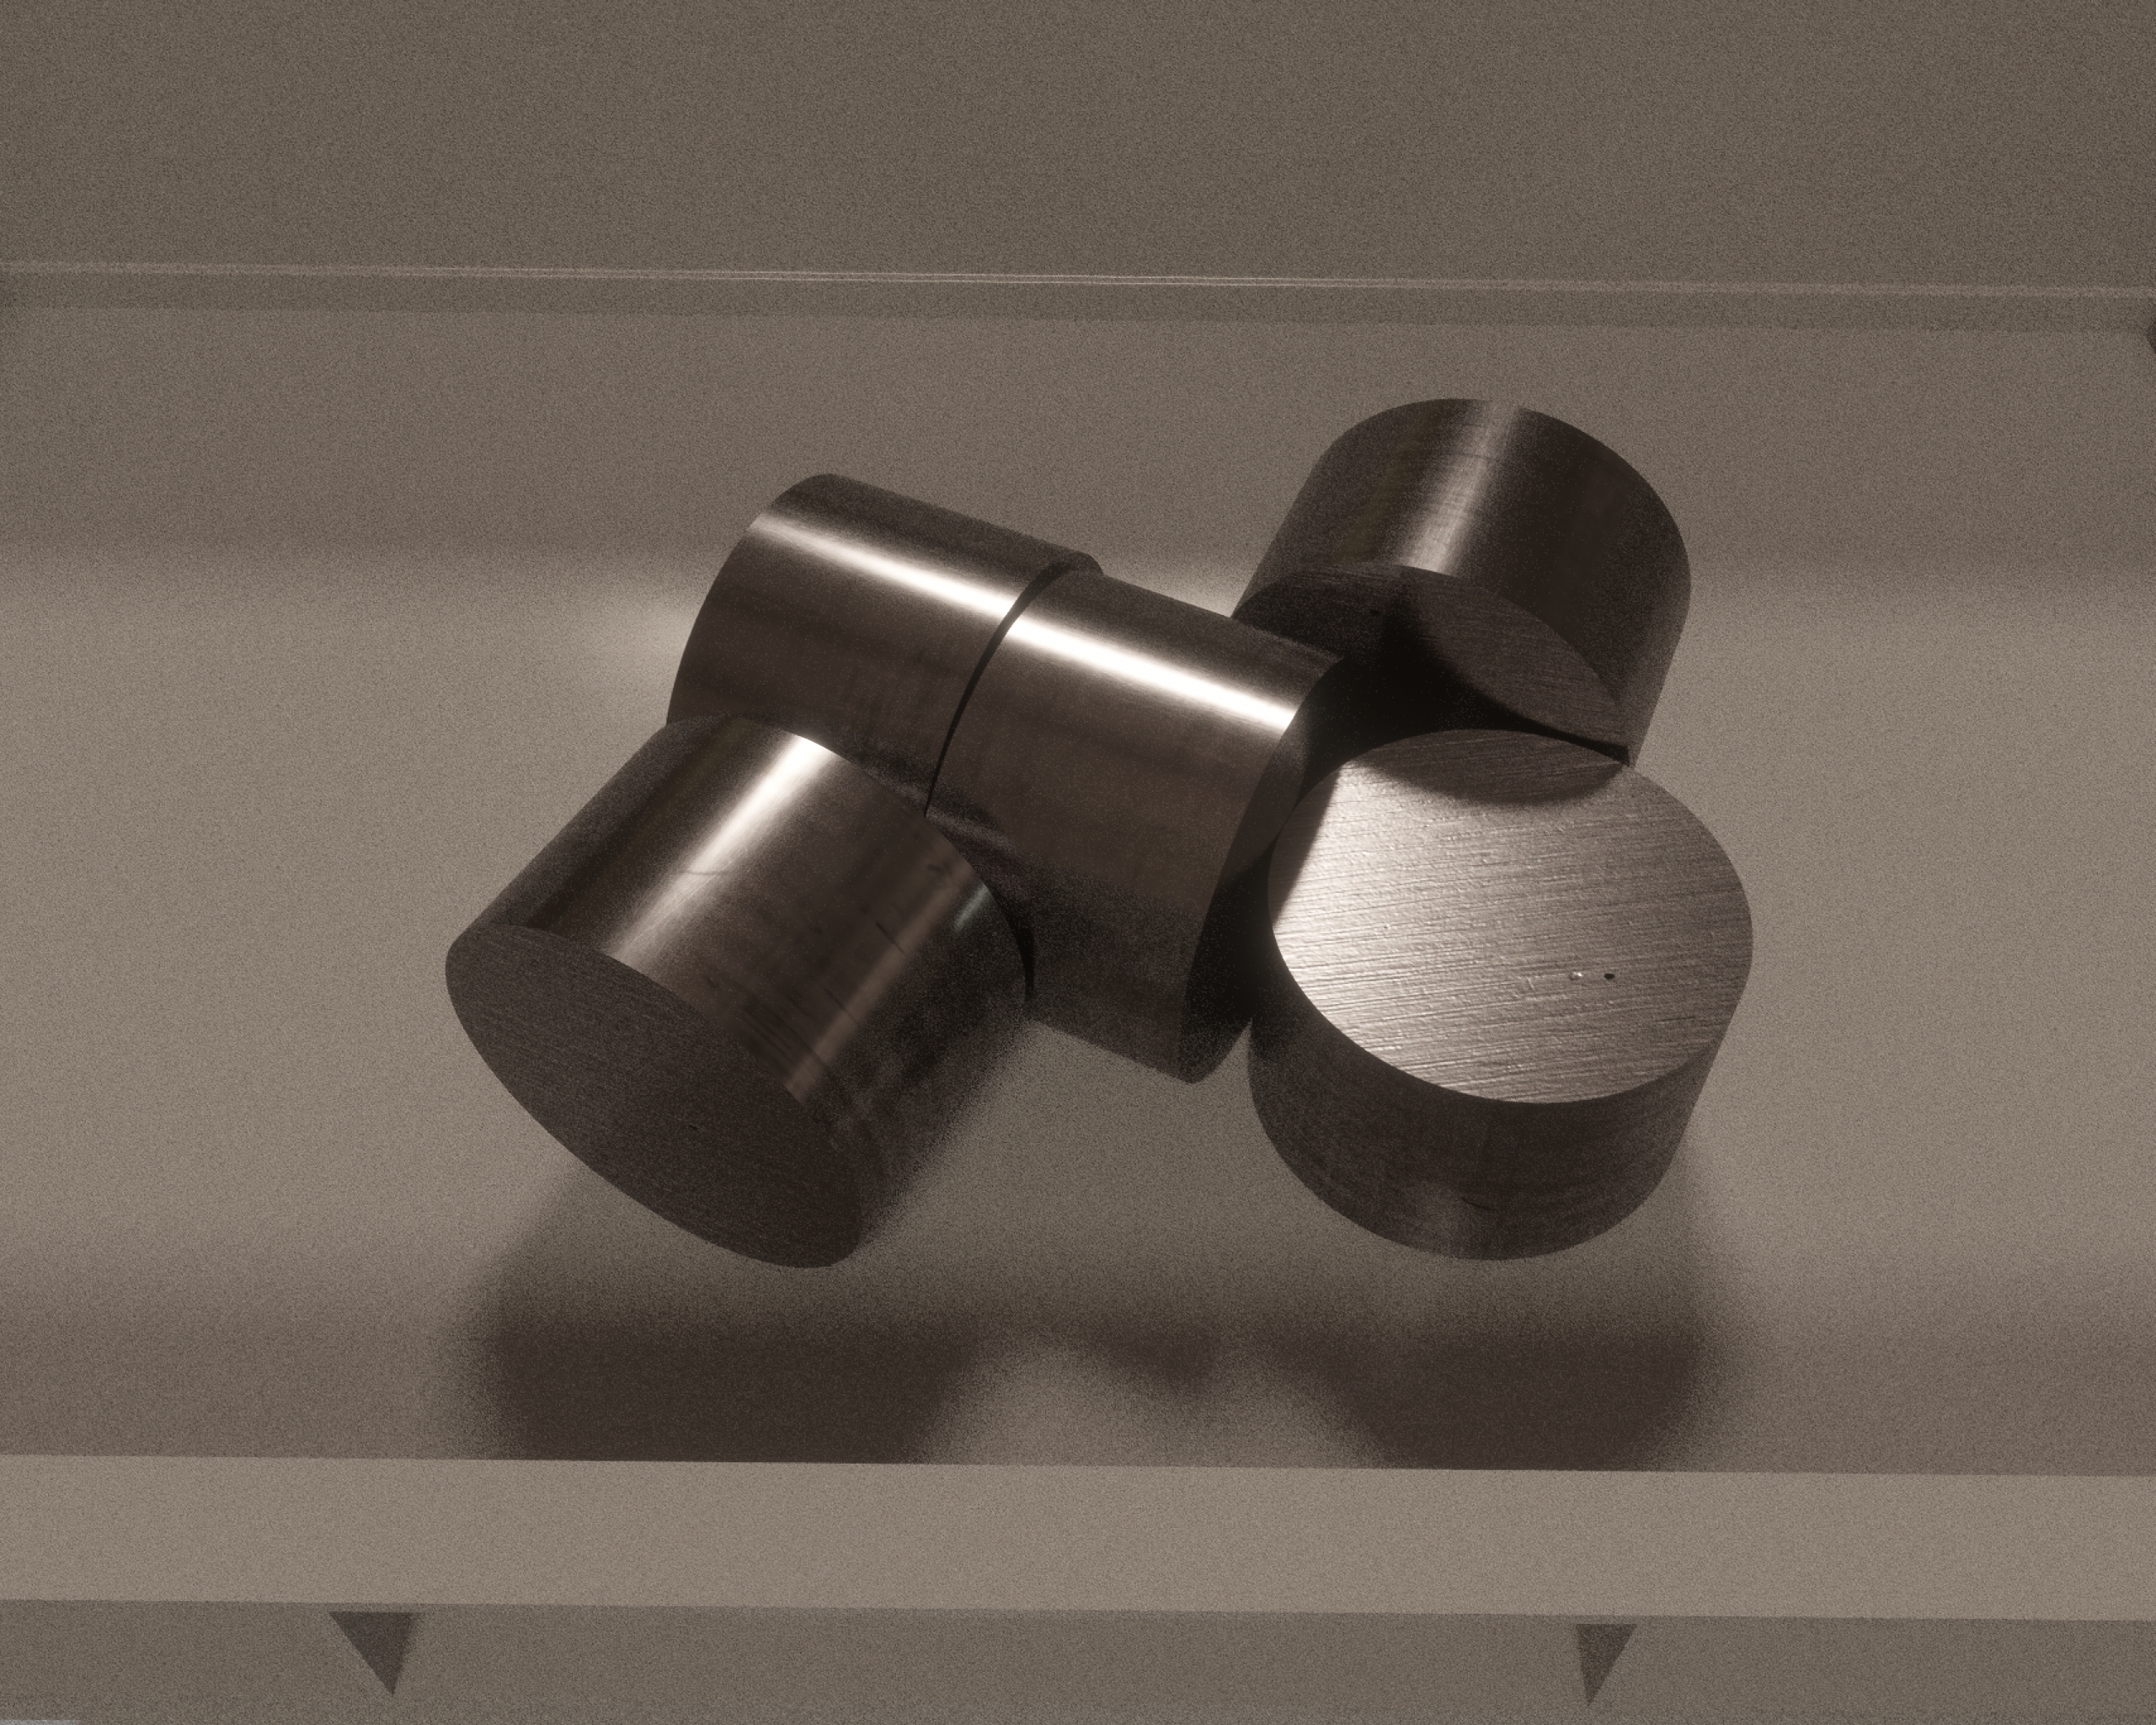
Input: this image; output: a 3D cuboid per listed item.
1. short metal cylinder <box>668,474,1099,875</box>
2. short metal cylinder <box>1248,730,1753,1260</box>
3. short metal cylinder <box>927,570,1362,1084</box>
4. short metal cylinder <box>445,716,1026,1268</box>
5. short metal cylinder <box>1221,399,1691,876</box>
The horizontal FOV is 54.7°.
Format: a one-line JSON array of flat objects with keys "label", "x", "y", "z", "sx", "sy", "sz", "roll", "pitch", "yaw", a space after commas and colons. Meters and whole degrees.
[{"label": "short metal cylinder", "x": -0.034, "y": -0.027, "z": 0.389, "sx": 0.050, "sy": 0.080, "sz": 0.080, "roll": 20, "pitch": 53, "yaw": 16}, {"label": "short metal cylinder", "x": 0.072, "y": 0.023, "z": 0.368, "sx": 0.081, "sy": 0.050, "sz": 0.080, "roll": 0, "pitch": 50, "yaw": 0}, {"label": "short metal cylinder", "x": 0.012, "y": -0.007, "z": 0.374, "sx": 0.050, "sy": 0.080, "sz": 0.080, "roll": 21, "pitch": 53, "yaw": 16}, {"label": "short metal cylinder", "x": -0.056, "y": 0.022, "z": 0.348, "sx": 0.080, "sy": 0.080, "sz": 0.050, "roll": 23, "pitch": 54, "yaw": 18}, {"label": "short metal cylinder", "x": 0.072, "y": -0.042, "z": 0.403, "sx": 0.080, "sy": 0.080, "sz": 0.050, "roll": 18, "pitch": 52, "yaw": 14}]
